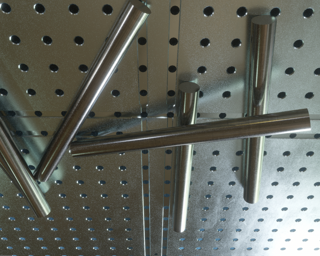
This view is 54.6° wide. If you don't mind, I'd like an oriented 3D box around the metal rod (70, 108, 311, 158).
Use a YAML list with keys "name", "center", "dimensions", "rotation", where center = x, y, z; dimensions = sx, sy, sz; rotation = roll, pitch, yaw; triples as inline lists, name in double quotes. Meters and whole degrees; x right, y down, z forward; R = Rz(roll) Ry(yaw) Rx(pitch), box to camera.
- name: "metal rod"
  center: [0.022, 0.010, 0.388]
  dimensions: [0.301, 0.025, 0.025]
  rotation: [-8, 131, 19]

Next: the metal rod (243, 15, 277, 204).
- name: "metal rod"
  center: [0.128, 0.002, 0.413]
  dimensions: [0.025, 0.025, 0.299]
  rotation: [-6, 130, 5]

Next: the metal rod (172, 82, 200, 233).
- name: "metal rod"
  center: [0.034, 0.065, 0.466]
  dimensions: [0.025, 0.025, 0.298]
  rotation: [0, 130, 0]

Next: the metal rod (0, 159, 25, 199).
- name: "metal rod"
  center: [-0.231, 0.010, 0.417]
  dimensions: [0.025, 0.025, 0.299]
  rotation: [-9, 130, 7]

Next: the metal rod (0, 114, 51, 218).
- name: "metal rod"
  center: [-0.208, 0.012, 0.404]
  dimensions: [0.025, 0.025, 0.298]
  rotation: [-7, 125, 6]

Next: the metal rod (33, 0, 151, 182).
- name: "metal rod"
  center: [-0.099, -0.025, 0.389]
  dimensions: [0.025, 0.025, 0.298]
  rotation: [26, 125, -20]
